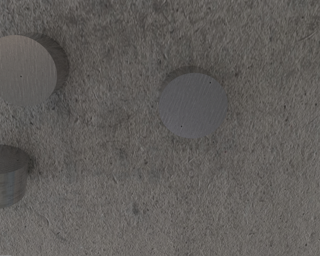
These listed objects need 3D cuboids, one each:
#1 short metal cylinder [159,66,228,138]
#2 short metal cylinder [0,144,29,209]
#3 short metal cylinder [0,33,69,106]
[{"bbox_3d":[0.039,-0.033,0.384,0.081,0.050,0.079,0,110,0],"label":"short metal cylinder"},{"bbox_3d":[-0.216,0.061,0.401,0.081,0.080,0.050,12,110,-5],"label":"short metal cylinder"},{"bbox_3d":[-0.155,-0.071,0.369,0.081,0.050,0.079,0,110,0],"label":"short metal cylinder"}]
